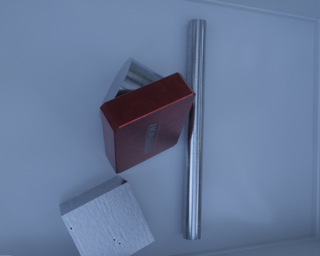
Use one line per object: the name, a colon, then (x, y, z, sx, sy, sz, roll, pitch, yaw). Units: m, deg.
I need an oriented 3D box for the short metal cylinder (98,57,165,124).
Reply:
short metal cylinder: (-0.032, -0.037, 0.370, 0.050, 0.080, 0.080, 28, 81, -18)

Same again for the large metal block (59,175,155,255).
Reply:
large metal block: (-0.065, 0.115, 0.374, 0.081, 0.050, 0.080, -26, 99, -19)

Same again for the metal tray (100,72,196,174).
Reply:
metal tray: (-0.017, 0.000, 0.351, 0.091, 0.129, 0.030, -26, 69, -18)

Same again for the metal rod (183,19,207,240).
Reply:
metal rod: (0.048, 0.002, 0.429, 0.025, 0.025, 0.298, 2, 89, -20)
